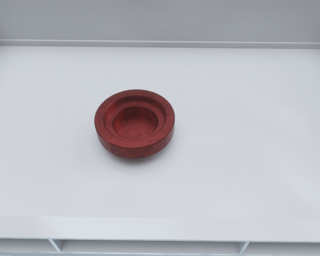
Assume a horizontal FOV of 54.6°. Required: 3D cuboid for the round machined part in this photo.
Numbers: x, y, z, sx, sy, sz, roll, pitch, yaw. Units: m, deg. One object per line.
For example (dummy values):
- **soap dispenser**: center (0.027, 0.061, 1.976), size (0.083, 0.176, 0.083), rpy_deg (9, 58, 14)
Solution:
- **round machined part**: center (-0.031, -0.001, 0.395), size (0.099, 0.042, 0.098), rpy_deg (0, 50, 0)
